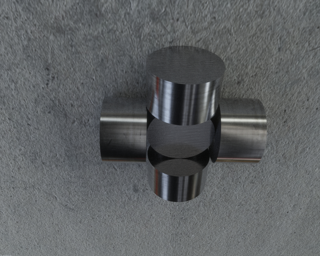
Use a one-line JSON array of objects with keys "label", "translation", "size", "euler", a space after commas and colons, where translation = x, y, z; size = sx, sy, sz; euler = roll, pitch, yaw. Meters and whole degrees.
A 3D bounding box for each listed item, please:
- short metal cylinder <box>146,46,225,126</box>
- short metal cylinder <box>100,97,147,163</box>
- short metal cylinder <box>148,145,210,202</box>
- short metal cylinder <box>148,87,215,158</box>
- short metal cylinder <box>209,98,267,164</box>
[{"label": "short metal cylinder", "translation": [0.025, -0.047, 0.332], "size": [0.081, 0.080, 0.050], "euler": [1, 130, -2]}, {"label": "short metal cylinder", "translation": [-0.041, 0.002, 0.375], "size": [0.050, 0.080, 0.079], "euler": [2, 130, -2]}, {"label": "short metal cylinder", "translation": [0.024, 0.052, 0.417], "size": [0.081, 0.080, 0.050], "euler": [0, 130, -1]}, {"label": "short metal cylinder", "translation": [0.025, -0.008, 0.386], "size": [0.081, 0.050, 0.079], "euler": [0, 130, 0]}, {"label": "short metal cylinder", "translation": [0.090, 0.003, 0.377], "size": [0.050, 0.080, 0.079], "euler": [2, 130, -2]}]
